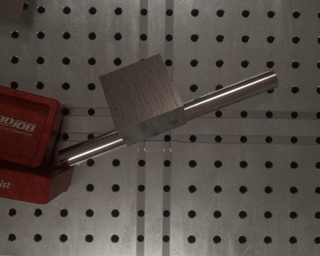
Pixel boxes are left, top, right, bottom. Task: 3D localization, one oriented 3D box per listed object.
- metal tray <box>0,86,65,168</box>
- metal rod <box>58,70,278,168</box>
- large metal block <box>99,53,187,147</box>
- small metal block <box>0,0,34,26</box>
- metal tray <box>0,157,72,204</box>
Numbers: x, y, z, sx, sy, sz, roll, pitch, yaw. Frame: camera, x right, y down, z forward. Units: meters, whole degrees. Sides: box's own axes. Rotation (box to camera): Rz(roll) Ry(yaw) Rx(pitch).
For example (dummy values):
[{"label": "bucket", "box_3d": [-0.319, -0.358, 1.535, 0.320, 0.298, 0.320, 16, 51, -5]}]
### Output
[{"label": "metal tray", "box_3d": [-0.202, -0.006, 0.402, 0.131, 0.030, 0.090, 14, 82, -1]}, {"label": "metal rod", "box_3d": [0.011, -0.012, 0.413, 0.301, 0.025, 0.025, -21, 90, -1]}, {"label": "large metal block", "box_3d": [-0.020, -0.034, 0.386, 0.080, 0.050, 0.080, -21, 65, -1]}, {"label": "small metal block", "box_3d": [-0.199, -0.169, 0.411, 0.050, 0.025, 0.050, 13, 90, -1]}, {"label": "metal tray", "box_3d": [-0.185, 0.057, 0.378, 0.131, 0.090, 0.030, 10, 90, -1]}]
